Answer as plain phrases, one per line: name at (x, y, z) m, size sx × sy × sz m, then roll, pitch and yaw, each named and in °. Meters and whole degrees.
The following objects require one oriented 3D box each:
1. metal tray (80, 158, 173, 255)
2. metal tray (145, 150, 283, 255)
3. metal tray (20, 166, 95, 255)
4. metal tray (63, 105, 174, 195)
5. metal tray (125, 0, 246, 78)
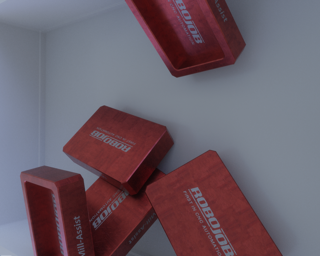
metal tray at (-0.051, 0.099, 0.394) m, size 0.090 × 0.030 × 0.130 m, roll 31°, pitch 69°, yaw 35°
metal tray at (0.053, 0.100, 0.330) m, size 0.090 × 0.030 × 0.130 m, roll -30°, pitch 68°, yaw 1°
metal tray at (-0.116, 0.113, 0.353) m, size 0.090 × 0.030 × 0.129 m, roll 2°, pitch 101°, yaw 43°
metal tray at (-0.058, 0.024, 0.415) m, size 0.130 × 0.030 × 0.090 m, roll 20°, pitch 61°, yaw 38°
metal tray at (0.022, -0.120, 0.327) m, size 0.090 × 0.030 × 0.130 m, roll -5°, pitch 129°, yaw 46°
